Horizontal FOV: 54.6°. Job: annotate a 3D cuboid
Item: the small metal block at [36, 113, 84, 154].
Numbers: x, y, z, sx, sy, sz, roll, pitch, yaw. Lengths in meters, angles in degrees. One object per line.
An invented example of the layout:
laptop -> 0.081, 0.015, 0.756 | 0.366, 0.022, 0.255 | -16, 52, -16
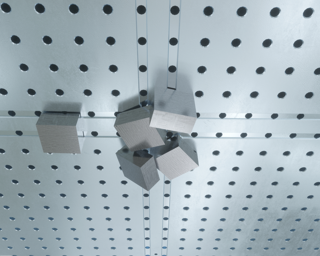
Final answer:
small metal block -> -0.132, 0.007, 0.417 | 0.050, 0.025, 0.050 | 2, 130, -2

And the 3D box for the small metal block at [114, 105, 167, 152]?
small metal block -> -0.025, 0.001, 0.409 | 0.050, 0.025, 0.050 | -14, 130, 20

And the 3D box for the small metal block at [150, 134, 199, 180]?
small metal block -> 0.020, 0.043, 0.448 | 0.050, 0.025, 0.050 | -30, 124, 23

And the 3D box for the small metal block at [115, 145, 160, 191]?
small metal block -> -0.031, 0.055, 0.440 | 0.050, 0.025, 0.050 | 24, 142, 36

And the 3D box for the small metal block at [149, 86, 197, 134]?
small metal block -> 0.015, -0.023, 0.376 | 0.050, 0.050, 0.025 | 10, 129, -9
